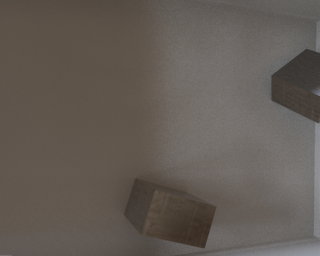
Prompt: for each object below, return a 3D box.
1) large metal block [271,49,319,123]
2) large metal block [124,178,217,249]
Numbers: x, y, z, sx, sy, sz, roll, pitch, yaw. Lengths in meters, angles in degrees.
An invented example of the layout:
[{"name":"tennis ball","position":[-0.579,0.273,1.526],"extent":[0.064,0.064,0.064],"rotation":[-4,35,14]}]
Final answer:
[{"name":"large metal block","position":[0.224,-0.064,0.456],"extent":[0.080,0.080,0.050],"rotation":[-36,136,-16]},{"name":"large metal block","position":[0.010,0.103,0.385],"extent":[0.080,0.080,0.050],"rotation":[19,84,-19]}]
